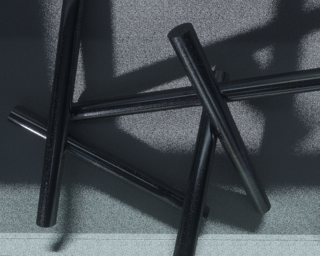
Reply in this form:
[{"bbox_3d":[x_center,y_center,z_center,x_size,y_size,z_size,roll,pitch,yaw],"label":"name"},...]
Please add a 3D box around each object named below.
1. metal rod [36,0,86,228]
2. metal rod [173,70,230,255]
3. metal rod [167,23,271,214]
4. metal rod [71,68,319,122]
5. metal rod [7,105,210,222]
[{"bbox_3d":[-0.123,-0.018,0.381,0.025,0.025,0.298,10,102,-4],"label":"metal rod"},{"bbox_3d":[0.044,0.077,0.376,0.025,0.025,0.298,12,85,-5],"label":"metal rod"},{"bbox_3d":[0.085,0.013,0.372,0.025,0.025,0.299,-26,125,9],"label":"metal rod"},{"bbox_3d":[0.033,-0.037,0.369,0.301,0.025,0.025,-7,111,13],"label":"metal rod"},{"bbox_3d":[-0.062,0.054,0.430,0.301,0.025,0.025,30,107,-11],"label":"metal rod"}]
